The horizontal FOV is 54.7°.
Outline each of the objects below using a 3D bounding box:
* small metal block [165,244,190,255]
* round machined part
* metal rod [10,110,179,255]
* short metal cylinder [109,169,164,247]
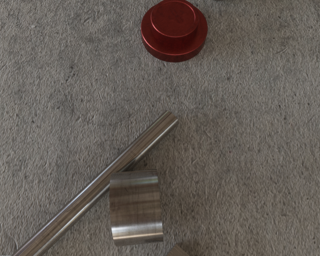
[{"bbox_3d":[0.021,0.167,0.347,0.050,0.025,0.050,40,75,13],"label":"small metal block"},{"bbox_3d":[0.021,-0.149,0.454,0.099,0.042,0.098,0,70,0],"label":"round machined part"},{"bbox_3d":[-0.089,0.086,0.375,0.025,0.025,0.301,43,75,14],"label":"metal rod"},{"bbox_3d":[-0.025,0.088,0.347,0.050,0.080,0.080,-5,70,-2],"label":"short metal cylinder"}]
